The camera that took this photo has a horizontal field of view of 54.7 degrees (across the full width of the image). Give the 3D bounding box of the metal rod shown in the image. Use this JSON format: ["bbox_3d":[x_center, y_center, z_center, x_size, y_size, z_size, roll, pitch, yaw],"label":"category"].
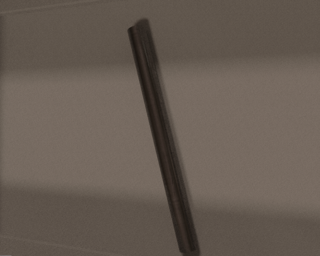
[{"bbox_3d":[0.003,0.010,0.408,0.025,0.025,0.298,-15,85,19],"label":"metal rod"}]
